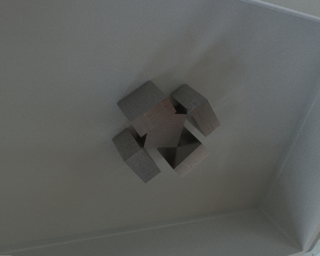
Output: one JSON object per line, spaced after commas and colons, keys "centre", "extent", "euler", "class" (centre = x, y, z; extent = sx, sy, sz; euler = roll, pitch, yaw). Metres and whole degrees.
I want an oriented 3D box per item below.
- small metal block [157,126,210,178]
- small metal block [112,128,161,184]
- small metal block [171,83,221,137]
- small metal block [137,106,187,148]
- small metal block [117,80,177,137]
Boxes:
{"centre": [0.031, 0.032, 0.426], "extent": [0.050, 0.050, 0.025], "euler": [-43, 130, 0], "class": "small metal block"}
{"centre": [-0.030, 0.035, 0.395], "extent": [0.025, 0.050, 0.050], "euler": [-38, 129, -2], "class": "small metal block"}
{"centre": [0.046, -0.023, 0.400], "extent": [0.025, 0.050, 0.050], "euler": [-39, 130, -3], "class": "small metal block"}
{"centre": [0.002, -0.002, 0.406], "extent": [0.050, 0.025, 0.050], "euler": [1, 118, -29], "class": "small metal block"}
{"centre": [-0.017, -0.024, 0.366], "extent": [0.050, 0.050, 0.025], "euler": [-36, 128, -4], "class": "small metal block"}
